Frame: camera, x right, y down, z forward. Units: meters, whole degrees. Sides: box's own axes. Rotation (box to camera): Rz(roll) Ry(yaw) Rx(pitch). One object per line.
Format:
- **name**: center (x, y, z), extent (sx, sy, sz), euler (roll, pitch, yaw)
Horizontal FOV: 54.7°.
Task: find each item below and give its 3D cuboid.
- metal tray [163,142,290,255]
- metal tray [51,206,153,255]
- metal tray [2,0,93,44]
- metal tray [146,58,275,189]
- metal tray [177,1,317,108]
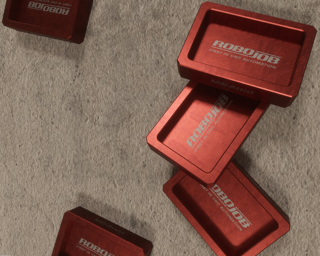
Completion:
- **metal tray**: center (0.078, 0.092, 0.378), extent (0.090, 0.030, 0.130), euler (-45, 77, 14)
- **metal tray**: center (-0.084, 0.178, 0.434), extent (0.130, 0.030, 0.089), euler (20, 97, 18)
- **metal tray**: center (-0.168, -0.184, 0.463), extent (0.130, 0.030, 0.089), euler (16, 95, 18)
- **metal tray**: center (0.058, -0.008, 0.359), extent (0.090, 0.030, 0.130), euler (34, 78, 17)
- **metal tray**: center (0.095, -0.085, 0.349), extent (0.130, 0.030, 0.090), euler (19, 74, 13)
